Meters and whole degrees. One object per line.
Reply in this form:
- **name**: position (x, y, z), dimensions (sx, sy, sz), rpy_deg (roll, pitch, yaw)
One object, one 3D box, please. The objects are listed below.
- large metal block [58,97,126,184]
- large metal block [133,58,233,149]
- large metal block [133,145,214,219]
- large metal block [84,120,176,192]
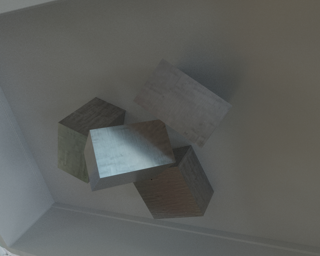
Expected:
- **large metal block**: position (-0.095, 0.015, 0.433), dimensions (0.050, 0.080, 0.079), rpy_deg (25, 127, 14)
- **large metal block**: position (0.026, -0.025, 0.335), dimensions (0.080, 0.080, 0.050), rpy_deg (35, 95, 5)
- **large metal block**: position (0.017, 0.077, 0.431), dimensions (0.080, 0.050, 0.080), rpy_deg (-15, 111, 34)
- **large metal block**: position (-0.039, 0.033, 0.353), dimensions (0.080, 0.081, 0.050), rpy_deg (130, 127, -63)
